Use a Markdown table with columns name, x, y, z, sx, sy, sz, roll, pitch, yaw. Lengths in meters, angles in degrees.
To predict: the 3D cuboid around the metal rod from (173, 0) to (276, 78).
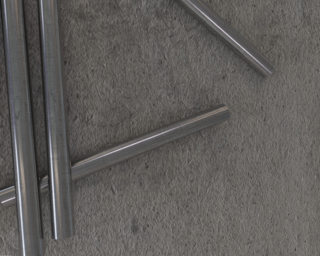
| name | x | y | z | sx | sy | sz | roll | pitch | yaw |
| --- | --- | --- | --- | --- | --- | --- | --- | --- | --- |
| metal rod | 0.047 | -0.168 | 0.425 | 0.301 | 0.025 | 0.025 | 35 | 79 | -17 |

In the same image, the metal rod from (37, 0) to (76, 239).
| name | x | y | z | sx | sy | sz | roll | pitch | yaw |
| --- | --- | --- | --- | --- | --- | --- | --- | --- | --- |
| metal rod | -0.118 | -0.031 | 0.348 | 0.025 | 0.025 | 0.298 | -4 | 85 | -20 |

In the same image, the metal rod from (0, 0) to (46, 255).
| name | x | y | z | sx | sy | sz | roll | pitch | yaw |
| --- | --- | --- | --- | --- | --- | --- | --- | --- | --- |
| metal rod | -0.150 | -0.014 | 0.336 | 0.025 | 0.025 | 0.298 | -5 | 85 | -20 |

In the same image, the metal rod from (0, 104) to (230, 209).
| name | x | y | z | sx | sy | sz | roll | pitch | yaw |
| --- | --- | --- | --- | --- | --- | --- | --- | --- | --- |
| metal rod | -0.042 | 0.027 | 0.393 | 0.302 | 0.025 | 0.025 | -21 | 97 | -19 |
